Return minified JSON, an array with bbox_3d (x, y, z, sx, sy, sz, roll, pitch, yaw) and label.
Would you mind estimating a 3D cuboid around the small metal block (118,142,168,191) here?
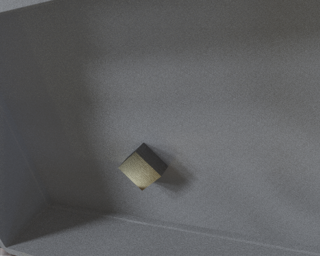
[{"bbox_3d":[-0.025,0.057,0.456,0.050,0.025,0.050,44,129,-3],"label":"small metal block"}]
